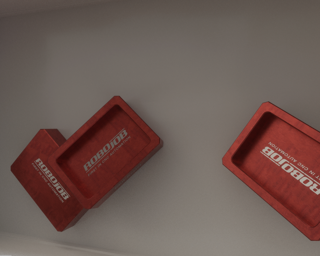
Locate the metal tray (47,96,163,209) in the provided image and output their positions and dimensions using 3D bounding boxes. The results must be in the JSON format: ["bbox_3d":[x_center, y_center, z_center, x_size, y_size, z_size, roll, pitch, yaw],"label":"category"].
[{"bbox_3d":[-0.072,0.032,0.415,0.130,0.030,0.090,-43,76,-2],"label":"metal tray"}]

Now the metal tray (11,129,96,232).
[{"bbox_3d":[-0.153,0.075,0.462,0.130,0.030,0.090,46,104,14],"label":"metal tray"}]

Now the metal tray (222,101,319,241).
[{"bbox_3d":[0.141,0.041,0.330,0.130,0.030,0.090,43,105,40],"label":"metal tray"}]
